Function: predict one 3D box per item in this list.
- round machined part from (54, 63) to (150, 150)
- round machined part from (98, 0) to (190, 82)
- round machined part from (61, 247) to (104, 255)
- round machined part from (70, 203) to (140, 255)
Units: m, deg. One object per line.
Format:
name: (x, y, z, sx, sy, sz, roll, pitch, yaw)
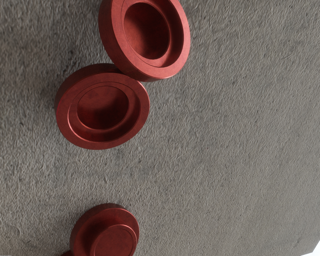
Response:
round machined part: (-0.064, -0.027, 0.339, 0.099, 0.042, 0.097, -14, 130, -17)
round machined part: (-0.019, -0.094, 0.308, 0.099, 0.042, 0.097, 4, 84, -41)
round machined part: (-0.118, 0.231, 0.474, 0.099, 0.042, 0.097, -14, 124, -21)
round machined part: (-0.072, 0.160, 0.436, 0.099, 0.042, 0.097, -6, 102, -31)
